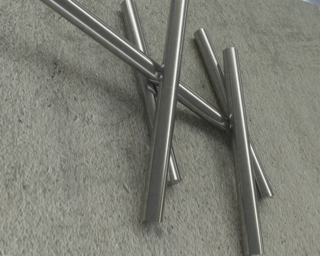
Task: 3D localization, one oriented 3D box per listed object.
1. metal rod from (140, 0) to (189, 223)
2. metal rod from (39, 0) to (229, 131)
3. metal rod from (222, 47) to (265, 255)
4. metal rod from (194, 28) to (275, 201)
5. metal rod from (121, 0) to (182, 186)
[{"bbox_3d":[0.009,-0.039,0.383,0.025,0.025,0.299,14,72,-21],"label":"metal rod"},{"bbox_3d":[-0.021,-0.083,0.404,0.301,0.025,0.025,34,50,-23],"label":"metal rod"},{"bbox_3d":[0.113,0.016,0.434,0.025,0.025,0.299,10,64,-23],"label":"metal rod"},{"bbox_3d":[0.108,-0.035,0.485,0.025,0.025,0.299,-1,62,-29],"label":"metal rod"},{"bbox_3d":[-0.018,-0.066,0.435,0.025,0.025,0.299,1,61,-28],"label":"metal rod"}]
